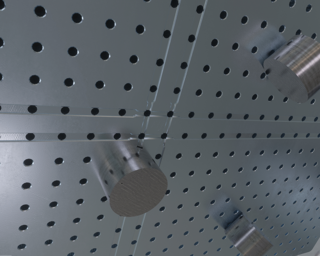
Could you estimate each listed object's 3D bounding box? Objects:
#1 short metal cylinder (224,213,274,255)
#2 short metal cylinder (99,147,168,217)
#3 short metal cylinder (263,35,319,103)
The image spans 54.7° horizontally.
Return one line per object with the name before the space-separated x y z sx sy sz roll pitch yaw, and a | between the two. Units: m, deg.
short metal cylinder | 0.172 0.213 0.602 0.050 0.080 0.080 -45 129 3
short metal cylinder | -0.037 0.073 0.420 0.081 0.050 0.079 -14 124 -21
short metal cylinder | 0.192 -0.081 0.430 0.050 0.080 0.080 -40 130 -1
